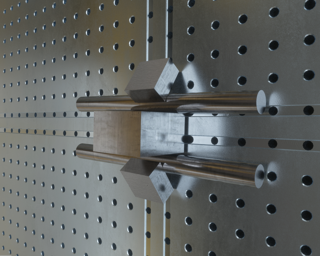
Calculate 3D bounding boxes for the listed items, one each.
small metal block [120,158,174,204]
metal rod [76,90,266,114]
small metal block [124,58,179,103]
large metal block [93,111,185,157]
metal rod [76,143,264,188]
[{"bbox_3d":[-0.017,0.068,0.403,0.050,0.025,0.050,4,130,39],"label":"small metal block"},{"bbox_3d":[-0.012,-0.033,0.413,0.300,0.025,0.025,3,92,39],"label":"metal rod"},{"bbox_3d":[-0.010,-0.061,0.398,0.050,0.025,0.050,2,57,39],"label":"small metal block"},{"bbox_3d":[-0.026,0.005,0.389,0.080,0.081,0.050,3,92,40],"label":"large metal block"},{"bbox_3d":[-0.013,0.044,0.415,0.300,0.025,0.025,3,92,39],"label":"metal rod"}]
